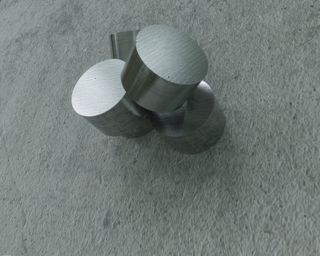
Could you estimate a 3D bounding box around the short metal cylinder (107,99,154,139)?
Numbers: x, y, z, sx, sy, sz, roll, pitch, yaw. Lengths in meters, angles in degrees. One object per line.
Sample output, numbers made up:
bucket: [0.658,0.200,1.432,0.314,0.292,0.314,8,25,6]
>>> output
short metal cylinder: [-0.041,-0.032,0.429,0.080,0.050,0.080,-13,56,20]

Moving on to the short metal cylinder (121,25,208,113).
short metal cylinder: [0.004,-0.063,0.332,0.050,0.081,0.080,127,147,-50]

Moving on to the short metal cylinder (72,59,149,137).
short metal cylinder: [-0.058,-0.036,0.375,0.080,0.050,0.080,-13,56,20]

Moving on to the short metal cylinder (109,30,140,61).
short metal cylinder: [-0.029,-0.108,0.442,0.080,0.080,0.050,0,101,28]

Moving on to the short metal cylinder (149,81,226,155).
short metal cylinder: [0.034,-0.014,0.378,0.080,0.050,0.080,-13,56,20]
